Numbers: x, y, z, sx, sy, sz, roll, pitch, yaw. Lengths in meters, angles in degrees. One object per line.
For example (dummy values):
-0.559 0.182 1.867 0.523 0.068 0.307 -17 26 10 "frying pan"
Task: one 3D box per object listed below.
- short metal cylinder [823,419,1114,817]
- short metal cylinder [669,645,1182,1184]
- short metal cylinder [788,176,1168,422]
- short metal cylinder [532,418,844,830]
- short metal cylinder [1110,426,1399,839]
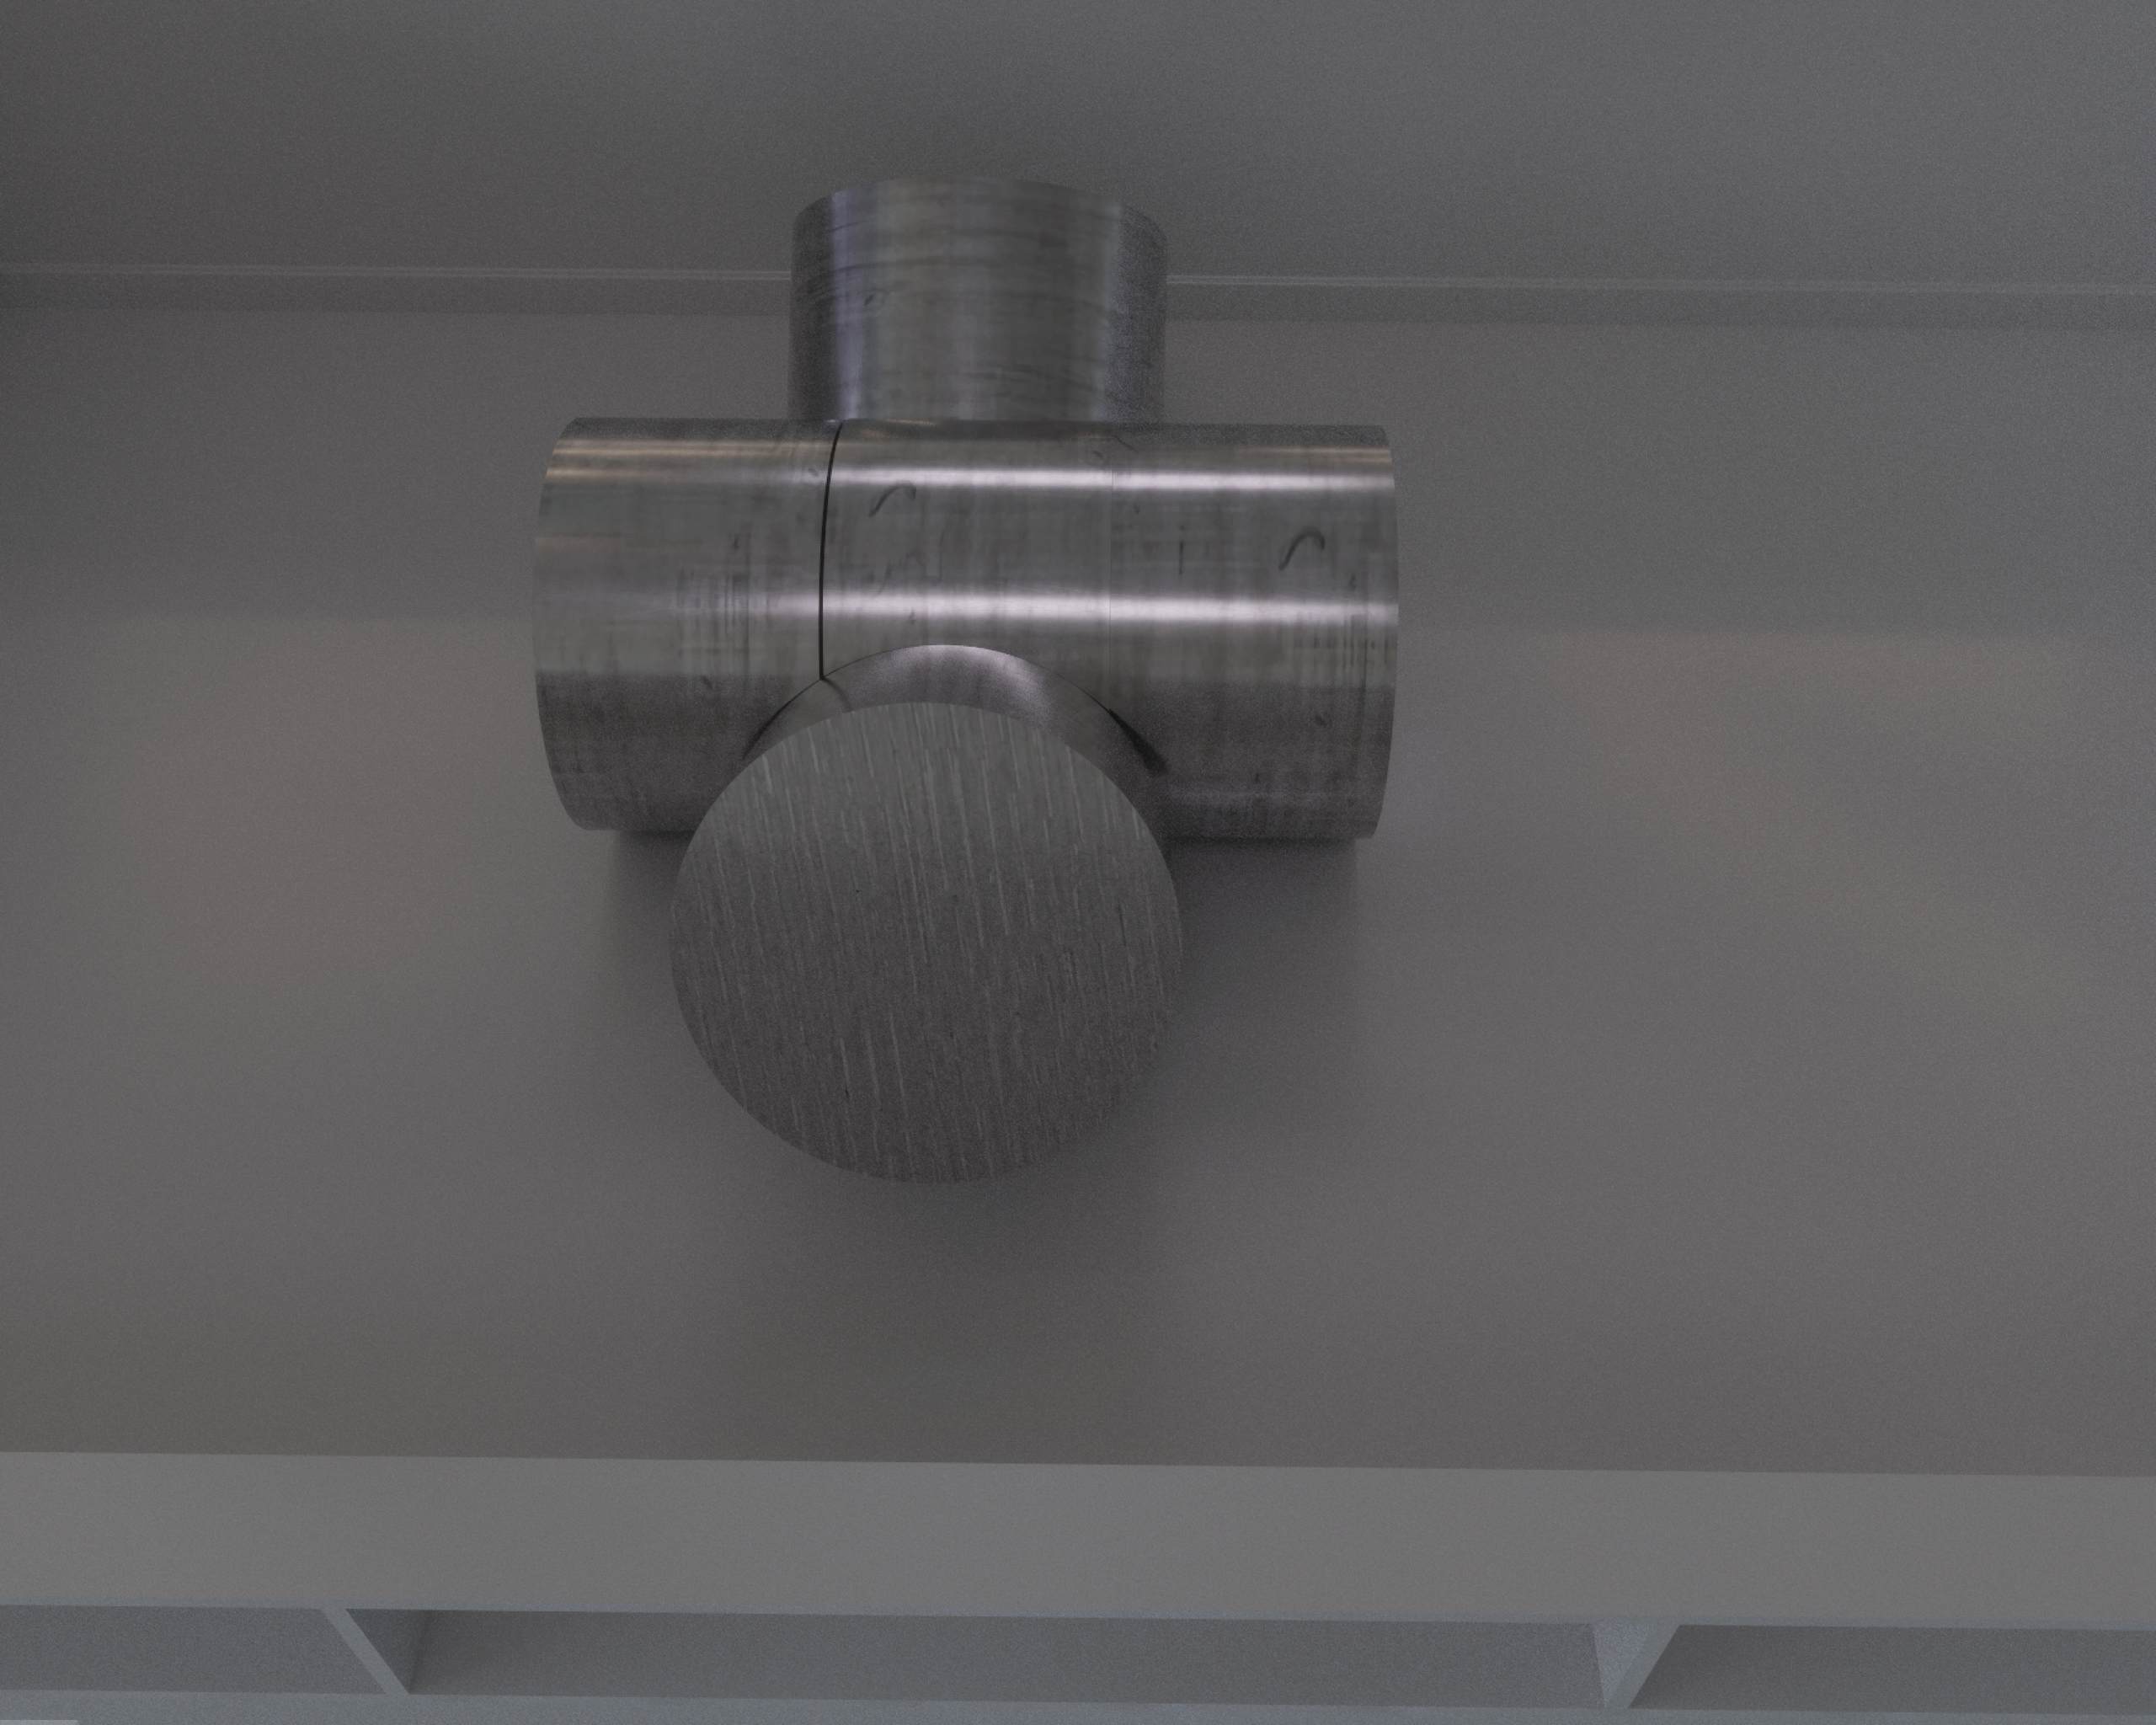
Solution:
-0.019 -0.045 0.405 0.050 0.080 0.080 1 50 1 "short metal cylinder"
-0.024 0.007 0.352 0.080 0.079 0.050 0 16 0 "short metal cylinder"
-0.021 -0.109 0.449 0.080 0.080 0.050 1 88 1 "short metal cylinder"
-0.070 -0.046 0.405 0.050 0.080 0.080 1 50 1 "short metal cylinder"
0.032 -0.045 0.405 0.050 0.080 0.080 1 50 1 "short metal cylinder"
